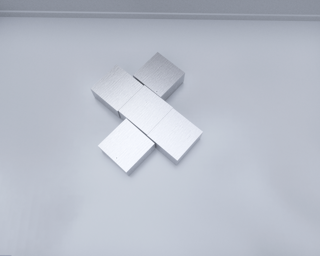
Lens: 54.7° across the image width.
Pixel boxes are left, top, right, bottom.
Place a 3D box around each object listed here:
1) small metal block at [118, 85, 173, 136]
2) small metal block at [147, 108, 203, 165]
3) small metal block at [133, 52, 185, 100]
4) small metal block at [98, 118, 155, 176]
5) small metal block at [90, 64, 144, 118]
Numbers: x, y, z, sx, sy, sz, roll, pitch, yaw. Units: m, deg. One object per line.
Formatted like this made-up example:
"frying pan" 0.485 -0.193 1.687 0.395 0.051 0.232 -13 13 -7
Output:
"small metal block" -0.018 -0.020 0.414 0.050 0.025 0.050 40 75 13
"small metal block" 0.019 0.011 0.403 0.050 0.025 0.050 40 75 13
"small metal block" -0.001 -0.069 0.432 0.050 0.025 0.050 40 74 13
"small metal block" -0.042 0.025 0.398 0.050 0.025 0.050 41 76 13
"small metal block" -0.057 -0.051 0.425 0.050 0.025 0.050 40 75 13
